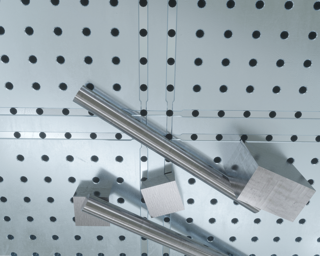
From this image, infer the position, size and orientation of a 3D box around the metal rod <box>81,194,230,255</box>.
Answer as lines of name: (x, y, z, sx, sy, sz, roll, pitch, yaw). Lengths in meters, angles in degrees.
metal rod: (0.026, 0.170, 0.461, 0.301, 0.025, 0.025, 29, 108, -16)

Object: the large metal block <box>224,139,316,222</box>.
large metal block: (0.140, 0.067, 0.410, 0.080, 0.080, 0.050, 24, 108, -9)

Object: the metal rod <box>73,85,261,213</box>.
metal rod: (0.020, 0.035, 0.426, 0.301, 0.025, 0.025, 33, 107, -12)

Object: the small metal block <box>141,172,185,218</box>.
small metal block: (0.004, 0.097, 0.449, 0.050, 0.025, 0.050, -16, 110, 5)

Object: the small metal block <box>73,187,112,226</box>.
small metal block: (-0.097, 0.116, 0.455, 0.050, 0.025, 0.050, 1, 110, -1)
